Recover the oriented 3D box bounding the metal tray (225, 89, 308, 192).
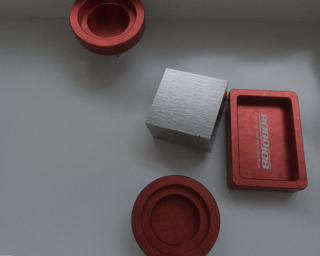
[{"bbox_3d":[0.134,0.015,0.403,0.091,0.030,0.130,3,70,0],"label":"metal tray"}]

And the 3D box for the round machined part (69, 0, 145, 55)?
[{"bbox_3d":[-0.069,-0.141,0.425,0.099,0.042,0.098,0,70,0],"label":"round machined part"}]

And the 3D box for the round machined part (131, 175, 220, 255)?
[{"bbox_3d":[0.017,0.107,0.362,0.099,0.042,0.098,0,70,-1],"label":"round machined part"}]

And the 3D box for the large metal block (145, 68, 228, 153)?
[{"bbox_3d":[0.037,-0.023,0.398,0.080,0.050,0.080,15,70,16],"label":"large metal block"}]

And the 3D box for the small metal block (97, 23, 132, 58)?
[{"bbox_3d":[-0.069,-0.141,0.460,0.050,0.025,0.050,31,73,10],"label":"small metal block"}]
